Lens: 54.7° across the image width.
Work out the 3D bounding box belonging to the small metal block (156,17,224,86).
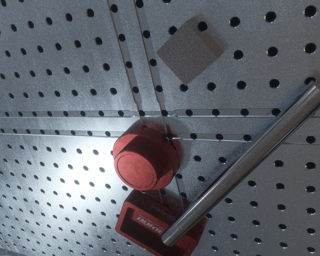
[{"bbox_3d":[0.033,-0.084,0.341,0.050,0.025,0.050,47,129,-6],"label":"small metal block"}]

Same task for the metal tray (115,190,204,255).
[{"bbox_3d":[-0.005,0.168,0.512,0.130,0.030,0.089,28,128,10],"label":"metal tray"}]

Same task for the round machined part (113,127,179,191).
[{"bbox_3d":[-0.026,0.051,0.444,0.098,0.042,0.097,13,124,20],"label":"round machined part"}]

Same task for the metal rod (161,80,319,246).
[{"bbox_3d":[0.086,0.063,0.384,0.025,0.025,0.298,37,123,3],"label":"metal rod"}]
